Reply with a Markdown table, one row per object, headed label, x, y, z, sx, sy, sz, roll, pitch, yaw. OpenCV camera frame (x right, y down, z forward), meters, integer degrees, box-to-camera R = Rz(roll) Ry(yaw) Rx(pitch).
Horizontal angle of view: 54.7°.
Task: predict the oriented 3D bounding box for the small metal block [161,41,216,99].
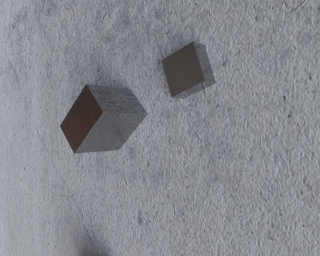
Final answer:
| label | x | y | z | sx | sy | sz | roll | pitch | yaw |
| --- | --- | --- | --- | --- | --- | --- | --- | --- | --- |
| small metal block | 0.034 | -0.069 | 0.377 | 0.050 | 0.025 | 0.050 | -23 | 75 | 37 |

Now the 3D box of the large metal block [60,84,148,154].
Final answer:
| label | x | y | z | sx | sy | sz | roll | pitch | yaw |
| --- | --- | --- | --- | --- | --- | --- | --- | --- | --- |
| large metal block | -0.078 | -0.011 | 0.434 | 0.080 | 0.081 | 0.050 | -50 | 61 | 28 |
